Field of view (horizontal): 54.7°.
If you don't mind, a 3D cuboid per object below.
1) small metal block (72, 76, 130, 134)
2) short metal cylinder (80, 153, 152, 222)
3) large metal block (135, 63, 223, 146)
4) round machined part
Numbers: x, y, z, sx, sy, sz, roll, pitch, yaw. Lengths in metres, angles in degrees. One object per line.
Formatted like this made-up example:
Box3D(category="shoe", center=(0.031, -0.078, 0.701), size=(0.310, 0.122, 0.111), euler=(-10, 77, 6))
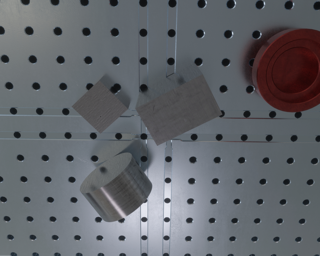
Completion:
Box3D(category="small metal block", center=(-0.076, -0.030, 0.402), size=(0.050, 0.025, 0.050), euler=(-41, 105, 13))
Box3D(category="short metal cylinder", center=(-0.058, 0.077, 0.412), size=(0.080, 0.080, 0.050), euler=(-29, 108, 10))
Box3D(category="large metal block", center=(0.021, -0.032, 0.372), size=(0.080, 0.080, 0.050), euler=(-26, 108, 9))
Box3D(category="round machined part", center=(0.162, -0.072, 0.379), size=(0.099, 0.042, 0.097), euler=(0, 110, 0))
